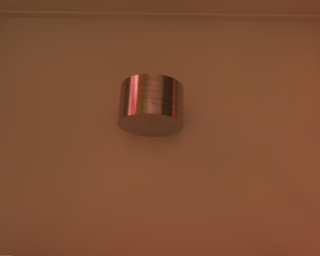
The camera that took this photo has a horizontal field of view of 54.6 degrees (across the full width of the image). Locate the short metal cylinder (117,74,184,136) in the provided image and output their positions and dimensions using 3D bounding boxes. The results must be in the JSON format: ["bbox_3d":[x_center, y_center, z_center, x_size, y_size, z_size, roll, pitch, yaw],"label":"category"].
[{"bbox_3d":[-0.011,-0.026,0.387,0.080,0.080,0.050,2,70,1],"label":"short metal cylinder"}]
